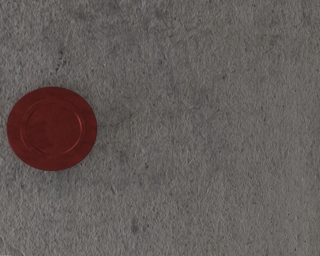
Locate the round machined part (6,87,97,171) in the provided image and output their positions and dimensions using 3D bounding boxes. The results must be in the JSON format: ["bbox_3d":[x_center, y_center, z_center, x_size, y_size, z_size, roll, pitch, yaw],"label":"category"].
[{"bbox_3d":[-0.121,0.001,0.355,0.099,0.042,0.097,0,90,-20],"label":"round machined part"}]
